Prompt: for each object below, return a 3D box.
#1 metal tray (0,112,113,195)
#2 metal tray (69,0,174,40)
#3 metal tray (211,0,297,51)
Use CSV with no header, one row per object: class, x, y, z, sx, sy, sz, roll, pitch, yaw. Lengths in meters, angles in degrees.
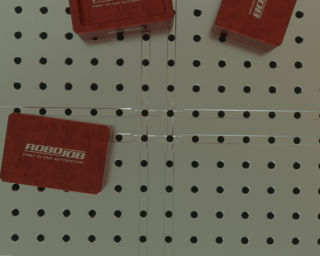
metal tray,-0.134,0.033,0.410,0.131,0.030,0.090,8,90,0
metal tray,-0.052,-0.173,0.410,0.131,0.030,0.090,-9,90,0
metal tray,0.133,-0.179,0.412,0.090,0.030,0.129,19,90,0
